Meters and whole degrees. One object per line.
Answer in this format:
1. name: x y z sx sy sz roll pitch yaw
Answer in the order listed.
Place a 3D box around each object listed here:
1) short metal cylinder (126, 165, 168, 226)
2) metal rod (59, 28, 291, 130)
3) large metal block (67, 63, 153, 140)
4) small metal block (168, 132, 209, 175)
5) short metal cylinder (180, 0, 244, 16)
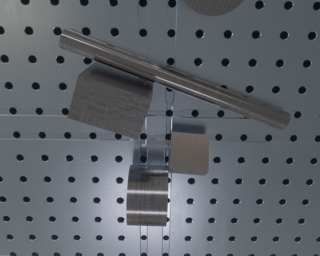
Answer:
1. short metal cylinder: -0.016 0.090 0.417 0.050 0.080 0.079 2 110 -1
2. metal rod: 0.025 -0.059 0.391 0.302 0.025 0.025 19 109 -8
3. large metal block: -0.055 -0.035 0.371 0.080 0.080 0.050 18 109 -7
4. small metal block: 0.038 0.034 0.412 0.050 0.025 0.050 5 69 -3
5. short metal cylinder: 0.056 -0.165 0.340 0.081 0.050 0.079 0 110 0
